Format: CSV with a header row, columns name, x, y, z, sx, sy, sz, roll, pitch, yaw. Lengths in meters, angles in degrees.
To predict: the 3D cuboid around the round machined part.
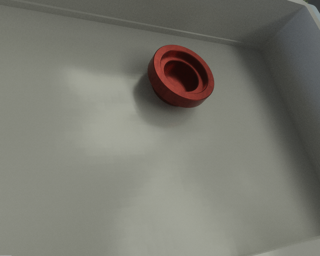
name,x,y,z,sx,sy,sz,roll,pitch,yaw
round machined part,0.027,-0.071,0.454,0.099,0.042,0.098,14,56,-21
